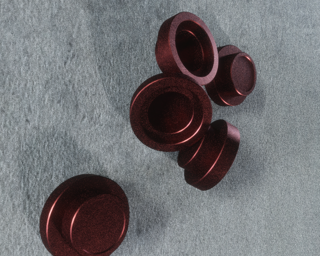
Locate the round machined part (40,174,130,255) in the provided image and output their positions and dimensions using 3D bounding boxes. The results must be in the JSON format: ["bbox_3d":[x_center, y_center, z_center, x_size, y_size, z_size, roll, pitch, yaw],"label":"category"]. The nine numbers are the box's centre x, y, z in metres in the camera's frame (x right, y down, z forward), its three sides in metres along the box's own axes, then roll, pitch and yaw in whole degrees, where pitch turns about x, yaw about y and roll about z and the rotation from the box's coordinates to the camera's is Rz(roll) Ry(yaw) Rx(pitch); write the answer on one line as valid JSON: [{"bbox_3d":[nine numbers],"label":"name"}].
[{"bbox_3d":[-0.073,0.101,0.334,0.099,0.042,0.097,0,90,-40],"label":"round machined part"}]

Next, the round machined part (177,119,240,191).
[{"bbox_3d":[0.059,0.030,0.414,0.042,0.098,0.098,29,70,-13],"label":"round machined part"}]

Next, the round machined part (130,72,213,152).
[{"bbox_3d":[0.012,-0.023,0.384,0.099,0.042,0.097,-3,117,-5],"label":"round machined part"}]

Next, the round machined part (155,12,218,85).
[{"bbox_3d":[0.032,-0.101,0.416,0.099,0.042,0.098,10,75,-42],"label":"round machined part"}]

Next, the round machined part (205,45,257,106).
[{"bbox_3d":[0.118,-0.084,0.495,0.099,0.042,0.097,0,90,-40],"label":"round machined part"}]
